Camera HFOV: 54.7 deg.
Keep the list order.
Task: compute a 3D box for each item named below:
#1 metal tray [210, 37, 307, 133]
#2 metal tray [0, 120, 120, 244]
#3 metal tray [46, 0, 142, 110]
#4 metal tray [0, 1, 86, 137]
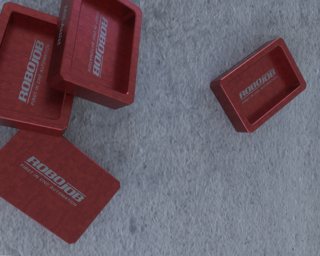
[{"bbox_3d":[0.149,-0.064,0.462,0.131,0.030,0.090,-36,102,-17],"label":"metal tray"},{"bbox_3d":[-0.124,0.060,0.361,0.130,0.030,0.090,43,76,-16],"label":"metal tray"},{"bbox_3d":[-0.068,-0.095,0.347,0.091,0.030,0.129,19,67,-41],"label":"metal tray"},{"bbox_3d":[-0.136,-0.063,0.337,0.091,0.030,0.130,14,69,-20],"label":"metal tray"}]
